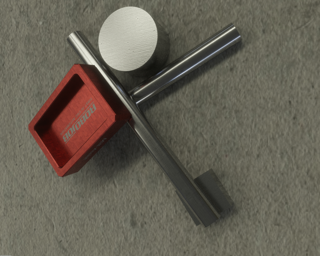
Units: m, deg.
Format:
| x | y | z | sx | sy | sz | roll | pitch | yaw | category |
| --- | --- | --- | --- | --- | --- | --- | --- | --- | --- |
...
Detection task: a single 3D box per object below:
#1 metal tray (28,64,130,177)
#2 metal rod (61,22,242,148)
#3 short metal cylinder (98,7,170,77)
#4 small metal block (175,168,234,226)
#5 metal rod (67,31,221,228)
| x | y | z | sx | sy | sz | roll | pitch | yaw | category |
| --- | --- | --- | --- | --- | --- | --- | --- | --- | --- |
| -0.109 | -0.008 | 0.404 | 0.130 | 0.030 | 0.090 | -43 | 76 | 26 | metal tray |
| -0.030 | -0.044 | 0.420 | 0.300 | 0.025 | 0.025 | -31 | 80 | 17 | metal rod |
| -0.032 | -0.110 | 0.407 | 0.080 | 0.050 | 0.079 | 0 | 90 | 19 | short metal cylinder |
| 0.056 | 0.086 | 0.390 | 0.050 | 0.025 | 0.050 | -35 | 79 | 16 | small metal block |
| -0.027 | -0.007 | 0.393 | 0.025 | 0.025 | 0.299 | -41 | 78 | 15 | metal rod |
